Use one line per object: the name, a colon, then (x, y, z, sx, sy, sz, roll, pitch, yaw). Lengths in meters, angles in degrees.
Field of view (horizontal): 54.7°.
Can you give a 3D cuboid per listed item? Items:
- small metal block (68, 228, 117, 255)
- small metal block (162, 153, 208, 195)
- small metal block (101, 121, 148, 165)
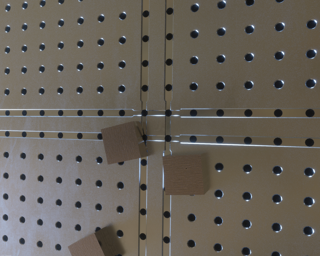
small metal block: (-0.096, 0.180, 0.445, 0.050, 0.025, 0.050, -31, 80, 17)
small metal block: (0.033, 0.059, 0.400, 0.050, 0.025, 0.050, -5, 88, 19)
small metal block: (-0.049, 0.020, 0.429, 0.050, 0.025, 0.050, -13, 86, 19)
